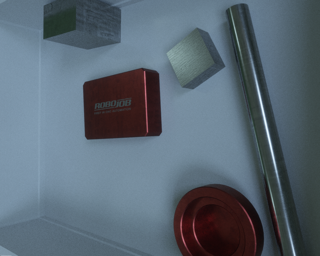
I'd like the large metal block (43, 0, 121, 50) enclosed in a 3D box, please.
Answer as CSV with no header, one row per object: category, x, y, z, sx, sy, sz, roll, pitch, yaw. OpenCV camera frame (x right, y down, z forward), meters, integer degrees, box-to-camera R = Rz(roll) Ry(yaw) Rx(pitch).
large metal block,-0.116,-0.155,0.464,0.080,0.081,0.050,2,91,39

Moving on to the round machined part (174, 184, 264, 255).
round machined part,0.066,0.110,0.340,0.098,0.042,0.097,0,90,39

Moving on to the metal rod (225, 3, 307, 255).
metal rod,0.109,0.017,0.315,0.025,0.025,0.298,-17,80,38

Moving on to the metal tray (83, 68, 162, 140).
metal tray,-0.058,-0.030,0.449,0.130,0.030,0.089,-4,87,39

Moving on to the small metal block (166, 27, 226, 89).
small metal block,0.042,-0.082,0.371,0.050,0.025,0.050,-34,69,34
